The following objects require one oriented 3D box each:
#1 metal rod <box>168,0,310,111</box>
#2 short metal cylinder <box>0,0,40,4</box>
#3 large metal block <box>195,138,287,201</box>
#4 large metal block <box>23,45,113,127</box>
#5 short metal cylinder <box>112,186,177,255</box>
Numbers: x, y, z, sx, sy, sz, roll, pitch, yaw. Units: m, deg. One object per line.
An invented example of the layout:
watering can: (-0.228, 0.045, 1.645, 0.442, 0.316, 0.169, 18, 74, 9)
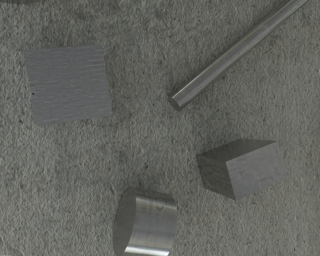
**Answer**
metal rod: (0.129, -0.126, 0.456, 0.301, 0.025, 0.025, -41, 103, -16)
short metal cylinder: (-0.162, -0.169, 0.320, 0.081, 0.080, 0.050, 0, 90, -20)
large metal block: (0.107, 0.052, 0.420, 0.081, 0.080, 0.050, -18, 97, -19)
large metal block: (-0.105, -0.047, 0.357, 0.081, 0.050, 0.080, -10, 94, -20)
short metal cylinder: (-0.020, 0.115, 0.373, 0.050, 0.080, 0.080, 16, 85, -20)
